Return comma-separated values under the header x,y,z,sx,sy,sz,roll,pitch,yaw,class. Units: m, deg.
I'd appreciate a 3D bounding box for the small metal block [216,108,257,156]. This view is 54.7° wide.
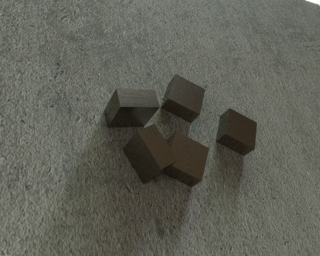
x,y,z,sx,sy,sz,roll,pitch,yaw,class
0.115,0.006,0.462,0.050,0.025,0.050,27,52,-12,small metal block

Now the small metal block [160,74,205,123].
x,y,z,sx,sy,sz,roll,pitch,yaw,class
0.034,-0.043,0.448,0.050,0.025,0.050,26,53,-12,small metal block

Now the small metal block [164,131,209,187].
x,y,z,sx,sy,sz,roll,pitch,yaw,class
0.031,0.040,0.396,0.050,0.025,0.050,28,52,-11,small metal block

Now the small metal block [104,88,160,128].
x,y,z,sx,sy,sz,roll,pitch,yaw,class
-0.036,-0.024,0.383,0.050,0.050,0.025,-1,63,-29,small metal block

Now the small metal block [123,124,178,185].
x,y,z,sx,sy,sz,roll,pitch,yaw,class
-0.013,0.031,0.361,0.025,0.050,0.050,-23,74,-36,small metal block
